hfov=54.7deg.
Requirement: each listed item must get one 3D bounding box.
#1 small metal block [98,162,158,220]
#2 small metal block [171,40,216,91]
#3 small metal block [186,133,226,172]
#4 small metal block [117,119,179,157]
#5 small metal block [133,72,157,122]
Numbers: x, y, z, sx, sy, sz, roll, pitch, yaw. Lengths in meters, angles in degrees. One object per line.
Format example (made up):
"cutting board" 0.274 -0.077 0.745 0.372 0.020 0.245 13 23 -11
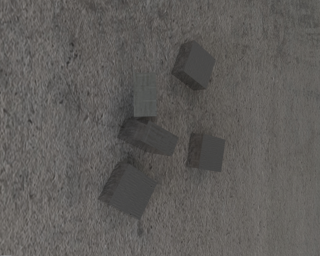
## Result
"small metal block" -0.038 0.076 0.373 0.050 0.025 0.050 40 66 -33
"small metal block" 0.049 -0.089 0.445 0.050 0.025 0.050 31 71 -36
"small metal block" 0.069 0.037 0.462 0.050 0.025 0.050 15 81 -39
"small metal block" -0.015 0.012 0.375 0.050 0.050 0.025 30 74 -36
"small metal block" -0.017 -0.034 0.368 0.025 0.050 0.050 -2 83 0
